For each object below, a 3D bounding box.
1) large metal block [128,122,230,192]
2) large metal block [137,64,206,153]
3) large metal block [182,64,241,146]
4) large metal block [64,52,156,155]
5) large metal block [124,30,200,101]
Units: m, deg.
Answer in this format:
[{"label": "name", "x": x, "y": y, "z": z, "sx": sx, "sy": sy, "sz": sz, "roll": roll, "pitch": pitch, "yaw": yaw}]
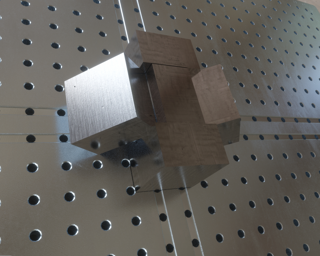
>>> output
[{"label": "large metal block", "x": 0.018, "y": 0.035, "z": 0.361, "sx": 0.081, "sy": 0.080, "sz": 0.050, "roll": 1, "pitch": 62, "yaw": -28}, {"label": "large metal block", "x": 0.004, "y": -0.021, "z": 0.388, "sx": 0.050, "sy": 0.080, "sz": 0.080, "roll": 1, "pitch": 61, "yaw": -28}, {"label": "large metal block", "x": 0.070, "y": -0.025, "z": 0.416, "sx": 0.050, "sy": 0.080, "sz": 0.080, "roll": -16, "pitch": 64, "yaw": 6}, {"label": "large metal block", "x": -0.056, "y": -0.025, "z": 0.351, "sx": 0.050, "sy": 0.080, "sz": 0.080, "roll": 37, "pitch": 36, "yaw": -59}, {"label": "large metal block", "x": -0.006, "y": -0.079, "z": 0.418, "sx": 0.081, "sy": 0.080, "sz": 0.050, "roll": 1, "pitch": 62, "yaw": -28}]
